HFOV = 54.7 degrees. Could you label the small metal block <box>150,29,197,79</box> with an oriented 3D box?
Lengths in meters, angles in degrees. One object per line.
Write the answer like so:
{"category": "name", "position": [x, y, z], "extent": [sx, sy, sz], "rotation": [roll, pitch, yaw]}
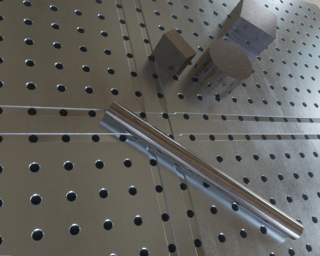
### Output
{"category": "small metal block", "position": [0.020, -0.112, 0.471], "extent": [0.050, 0.050, 0.025], "rotation": [50, 51, 6]}

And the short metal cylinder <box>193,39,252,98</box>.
{"category": "short metal cylinder", "position": [0.101, -0.097, 0.505], "extent": [0.081, 0.050, 0.080], "rotation": [14, 56, -21]}

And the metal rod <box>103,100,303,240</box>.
{"category": "metal rod", "position": [0.061, 0.058, 0.405], "extent": [0.301, 0.025, 0.025], "rotation": [34, 51, -6]}

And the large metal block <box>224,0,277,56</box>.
{"category": "large metal block", "position": [0.181, -0.203, 0.613], "extent": [0.080, 0.050, 0.080], "rotation": [28, 52, -11]}
